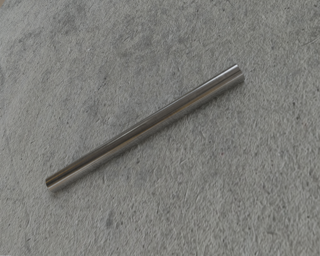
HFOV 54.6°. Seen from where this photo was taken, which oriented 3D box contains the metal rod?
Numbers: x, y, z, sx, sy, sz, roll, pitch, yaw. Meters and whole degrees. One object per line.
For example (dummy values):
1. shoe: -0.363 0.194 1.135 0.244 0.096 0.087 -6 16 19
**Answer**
1. metal rod: -0.025 0.004 0.417 0.300 0.025 0.025 -31 52 8
